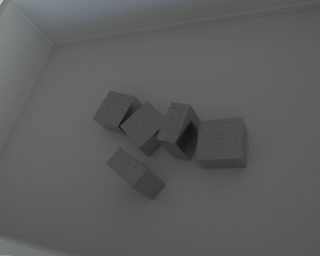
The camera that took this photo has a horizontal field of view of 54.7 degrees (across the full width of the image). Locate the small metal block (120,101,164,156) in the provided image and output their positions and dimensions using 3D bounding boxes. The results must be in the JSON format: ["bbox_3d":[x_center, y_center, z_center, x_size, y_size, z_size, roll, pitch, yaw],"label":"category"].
[{"bbox_3d":[-0.017,0.000,0.410,0.050,0.025,0.050,-43,51,-2],"label":"small metal block"}]

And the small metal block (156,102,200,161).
[{"bbox_3d":[0.025,0.005,0.370,0.025,0.050,0.050,10,67,31],"label":"small metal block"}]

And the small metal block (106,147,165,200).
[{"bbox_3d":[-0.028,0.054,0.367,0.050,0.050,0.025,35,82,37],"label":"small metal block"}]

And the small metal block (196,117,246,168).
[{"bbox_3d":[0.071,0.018,0.354,0.050,0.025,0.050,-5,59,25],"label":"small metal block"}]

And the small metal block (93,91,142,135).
[{"bbox_3d":[-0.060,-0.022,0.446,0.050,0.025,0.050,16,70,34],"label":"small metal block"}]
